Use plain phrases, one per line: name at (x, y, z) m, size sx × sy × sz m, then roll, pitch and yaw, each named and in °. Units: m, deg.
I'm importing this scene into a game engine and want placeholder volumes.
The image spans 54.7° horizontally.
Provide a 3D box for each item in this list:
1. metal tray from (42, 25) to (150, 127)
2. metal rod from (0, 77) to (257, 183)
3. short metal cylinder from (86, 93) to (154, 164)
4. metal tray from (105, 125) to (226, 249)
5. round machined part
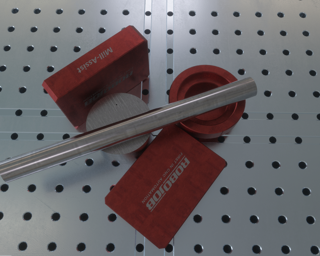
metal tray at (-0.075, -0.064, 0.399) m, size 0.131 × 0.090 × 0.030 m, roll -37°, pitch 75°, yaw -13°
metal rod at (-0.029, -0.001, 0.358) m, size 0.302 × 0.025 × 0.025 m, roll -19°, pitch 71°, yaw -7°
short metal cylinder at (-0.049, 0.002, 0.397) m, size 0.081 × 0.050 × 0.080 m, roll 0°, pitch 70°, yaw 0°
metal tray at (0.008, 0.068, 0.384) m, size 0.090 × 0.030 × 0.130 m, roll 37°, pitch 74°, yaw 12°
round machined part at (0.060, -0.032, 0.415) m, size 0.099 × 0.042 × 0.098 m, roll 0°, pitch 70°, yaw 0°
